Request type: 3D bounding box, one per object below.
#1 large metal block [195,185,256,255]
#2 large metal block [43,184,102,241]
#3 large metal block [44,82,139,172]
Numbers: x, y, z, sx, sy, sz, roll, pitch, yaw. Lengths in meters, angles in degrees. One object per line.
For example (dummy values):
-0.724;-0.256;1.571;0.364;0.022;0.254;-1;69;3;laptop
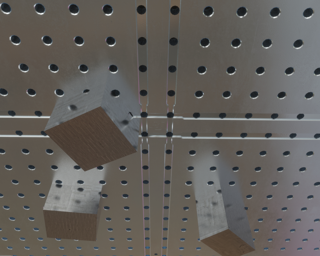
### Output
0.105;0.155;0.508;0.050;0.080;0.080;-33;123;24;large metal block
-0.142;0.141;0.514;0.080;0.050;0.079;7;130;-6;large metal block
-0.083;0.001;0.395;0.080;0.050;0.080;-22;127;17;large metal block
